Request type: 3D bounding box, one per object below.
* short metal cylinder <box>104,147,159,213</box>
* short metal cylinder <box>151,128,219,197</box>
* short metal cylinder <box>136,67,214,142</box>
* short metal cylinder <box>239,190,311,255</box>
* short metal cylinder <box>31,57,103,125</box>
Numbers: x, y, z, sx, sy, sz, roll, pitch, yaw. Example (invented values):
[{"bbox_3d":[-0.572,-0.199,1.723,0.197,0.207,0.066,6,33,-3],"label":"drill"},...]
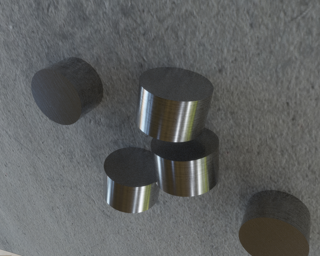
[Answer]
[{"bbox_3d":[-0.038,0.071,0.434,0.080,0.080,0.050,20,126,16],"label":"short metal cylinder"},{"bbox_3d":[0.031,0.038,0.377,0.080,0.080,0.050,8,122,24],"label":"short metal cylinder"},{"bbox_3d":[0.015,-0.028,0.345,0.080,0.080,0.050,20,126,16],"label":"short metal cylinder"},{"bbox_3d":[0.146,0.126,0.392,0.080,0.050,0.079,13,124,20],"label":"short metal cylinder"},{"bbox_3d":[-0.126,-0.051,0.423,0.080,0.050,0.079,13,124,20],"label":"short metal cylinder"}]
